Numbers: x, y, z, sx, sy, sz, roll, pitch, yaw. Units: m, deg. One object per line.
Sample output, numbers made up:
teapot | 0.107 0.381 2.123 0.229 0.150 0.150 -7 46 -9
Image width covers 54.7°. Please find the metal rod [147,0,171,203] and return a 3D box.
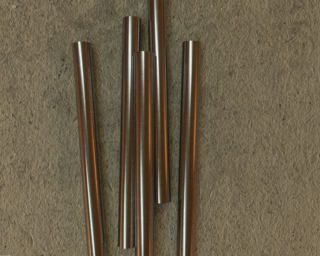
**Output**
metal rod | -0.001 -0.052 0.409 0.025 0.025 0.298 -1 90 -1

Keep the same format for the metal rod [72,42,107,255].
metal rod | -0.092 0.038 0.408 0.025 0.025 0.298 -4 90 -1

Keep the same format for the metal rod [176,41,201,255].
metal rod | 0.038 0.037 0.410 0.025 0.025 0.298 2 90 -1

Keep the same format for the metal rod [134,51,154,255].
metal rod | -0.020 0.055 0.394 0.025 0.025 0.298 0 92 -1

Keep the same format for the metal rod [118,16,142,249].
metal rod | -0.040 0.006 0.409 0.025 0.025 0.298 1 90 -1
